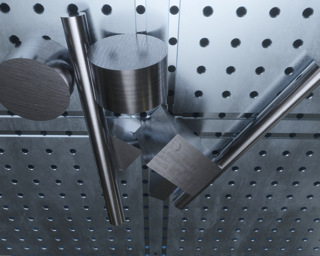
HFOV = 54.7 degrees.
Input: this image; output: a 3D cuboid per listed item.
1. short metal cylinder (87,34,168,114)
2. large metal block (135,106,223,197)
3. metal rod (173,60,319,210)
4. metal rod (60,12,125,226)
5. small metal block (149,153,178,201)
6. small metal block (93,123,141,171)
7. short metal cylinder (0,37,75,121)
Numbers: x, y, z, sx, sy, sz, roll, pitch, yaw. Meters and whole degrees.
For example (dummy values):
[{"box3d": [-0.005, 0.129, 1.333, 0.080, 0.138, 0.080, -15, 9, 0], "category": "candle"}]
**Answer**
[{"box3d": [-0.032, -0.059, 0.325, 0.080, 0.080, 0.050, -1, 130, 0], "category": "short metal cylinder"}, {"box3d": [0.021, 0.028, 0.391, 0.080, 0.080, 0.050, 38, 102, -28], "category": "large metal block"}, {"box3d": [0.109, 0.028, 0.436, 0.025, 0.025, 0.298, 24, 126, -20], "category": "metal rod"}, {"box3d": [-0.077, 0.012, 0.391, 0.025, 0.025, 0.298, -4, 122, 3], "category": "metal rod"}, {"box3d": [0.008, 0.070, 0.455, 0.025, 0.050, 0.050, 24, 126, -19], "category": "small metal block"}, {"box3d": [-0.057, 0.028, 0.435, 0.050, 0.025, 0.050, 29, 124, -23], "category": "small metal block"}, {"box3d": [-0.136, -0.054, 0.348, 0.081, 0.050, 0.079, 0, 130, 0], "category": "short metal cylinder"}]
